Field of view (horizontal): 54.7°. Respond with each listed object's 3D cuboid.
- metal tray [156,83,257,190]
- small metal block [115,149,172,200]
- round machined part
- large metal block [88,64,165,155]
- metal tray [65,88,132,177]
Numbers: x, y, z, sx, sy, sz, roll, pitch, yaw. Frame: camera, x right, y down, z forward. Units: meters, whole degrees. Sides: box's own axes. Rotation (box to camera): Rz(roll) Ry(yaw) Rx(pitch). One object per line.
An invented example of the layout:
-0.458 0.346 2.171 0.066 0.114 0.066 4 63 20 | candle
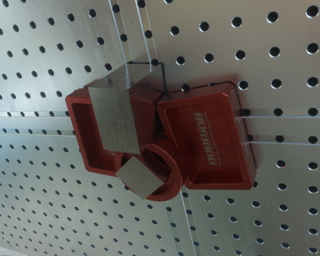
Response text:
0.059 0.016 0.381 0.090 0.030 0.129 -7 115 31 | metal tray
-0.022 0.058 0.399 0.050 0.025 0.050 43 129 -2 | small metal block
-0.009 0.047 0.417 0.098 0.042 0.097 13 124 21 | round machined part
-0.033 -0.026 0.372 0.050 0.080 0.079 6 121 25 | large metal block
-0.078 0.010 0.450 0.090 0.030 0.129 6 121 25 | metal tray
